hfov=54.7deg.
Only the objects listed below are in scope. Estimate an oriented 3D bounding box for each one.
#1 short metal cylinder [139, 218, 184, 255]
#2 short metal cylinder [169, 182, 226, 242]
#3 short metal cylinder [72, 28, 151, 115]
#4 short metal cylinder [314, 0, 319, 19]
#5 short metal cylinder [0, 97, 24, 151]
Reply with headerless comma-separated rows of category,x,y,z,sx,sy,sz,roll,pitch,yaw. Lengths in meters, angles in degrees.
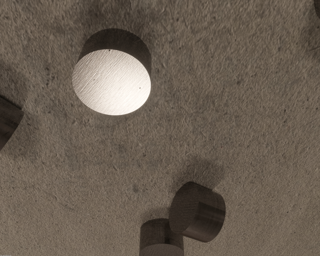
short metal cylinder,0.003,0.211,0.571,0.081,0.050,0.079,0,130,0
short metal cylinder,0.057,0.132,0.484,0.050,0.080,0.080,25,125,-20
short metal cylinder,-0.050,-0.061,0.339,0.081,0.050,0.079,0,130,0
short metal cylinder,0.196,-0.122,0.290,0.081,0.050,0.079,0,130,0
short metal cylinder,-0.209,-0.001,0.367,0.080,0.080,0.050,-36,122,26
